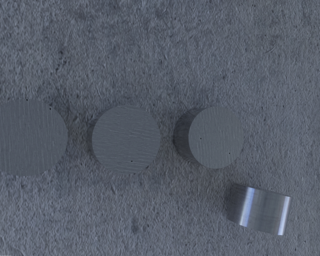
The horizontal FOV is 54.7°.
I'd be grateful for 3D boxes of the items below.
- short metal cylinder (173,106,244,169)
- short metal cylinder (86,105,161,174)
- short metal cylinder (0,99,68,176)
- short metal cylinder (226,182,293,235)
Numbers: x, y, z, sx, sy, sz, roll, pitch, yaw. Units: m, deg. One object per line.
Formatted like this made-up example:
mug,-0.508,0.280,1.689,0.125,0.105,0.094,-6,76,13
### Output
short metal cylinder,0.064,0.012,0.419,0.081,0.050,0.080,0,90,-20
short metal cylinder,-0.046,0.013,0.379,0.081,0.050,0.080,0,90,-20
short metal cylinder,-0.145,0.010,0.342,0.081,0.050,0.080,0,90,-20
short metal cylinder,0.137,0.110,0.430,0.081,0.080,0.050,15,85,-20
